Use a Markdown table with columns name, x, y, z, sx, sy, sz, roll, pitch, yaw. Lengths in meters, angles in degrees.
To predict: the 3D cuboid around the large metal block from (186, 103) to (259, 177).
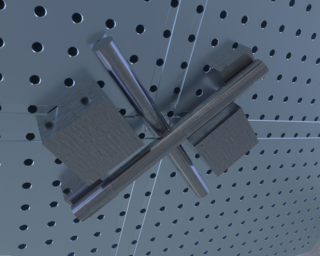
| name | x | y | z | sx | sy | sz | roll | pitch | yaw |
| --- | --- | --- | --- | --- | --- | --- | --- | --- | --- |
| large metal block | 0.085 | 0.011 | 0.448 | 0.080 | 0.050 | 0.080 | -40 | 129 | -1 |

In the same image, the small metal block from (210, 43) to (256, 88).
| name | x | y | z | sx | sy | sz | roll | pitch | yaw |
| --- | --- | --- | --- | --- | --- | --- | --- | --- | --- |
| small metal block | 0.103 | -0.077 | 0.420 | 0.050 | 0.025 | 0.050 | -38 | 129 | -3 |

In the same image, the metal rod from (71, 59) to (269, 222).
| name | x | y | z | sx | sy | sz | roll | pitch | yaw |
| --- | --- | --- | --- | --- | --- | --- | --- | --- | --- |
| metal rod | 0.014 | 0.014 | 0.395 | 0.301 | 0.025 | 0.025 | -38 | 129 | -2 |

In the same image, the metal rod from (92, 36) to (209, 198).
| name | x | y | z | sx | sy | sz | roll | pitch | yaw |
| --- | --- | --- | --- | --- | --- | --- | --- | --- | --- |
| metal rod | 0.005 | 0.008 | 0.417 | 0.025 | 0.025 | 0.300 | -37 | 129 | -4 |

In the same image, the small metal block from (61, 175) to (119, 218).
| name | x | y | z | sx | sy | sz | roll | pitch | yaw |
| --- | --- | --- | --- | --- | --- | --- | --- | --- | --- |
| small metal block | -0.093 | 0.085 | 0.413 | 0.050 | 0.025 | 0.050 | -39 | 129 | -2 |

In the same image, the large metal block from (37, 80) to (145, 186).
| name | x | y | z | sx | sy | sz | roll | pitch | yaw |
| --- | --- | --- | --- | --- | --- | --- | --- | --- | --- |
| large metal block | -0.078 | 0.006 | 0.356 | 0.080 | 0.050 | 0.080 | -37 | 129 | -3 |
